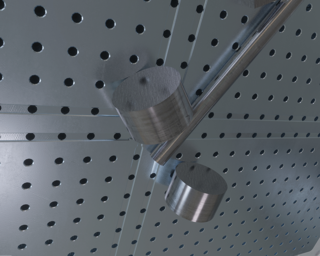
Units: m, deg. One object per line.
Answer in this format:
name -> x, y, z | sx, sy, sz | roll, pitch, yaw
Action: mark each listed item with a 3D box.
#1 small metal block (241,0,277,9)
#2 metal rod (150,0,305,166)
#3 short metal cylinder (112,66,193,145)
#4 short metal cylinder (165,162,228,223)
small metal block -> 0.125, -0.177, 0.369 | 0.050, 0.025, 0.050 | -24, 128, -14
metal rod -> 0.091, -0.069, 0.417 | 0.025, 0.025, 0.299 | 34, 99, -39
short metal cylinder -> -0.008, -0.027, 0.355 | 0.080, 0.080, 0.050 | -31, 129, -8
short metal cylinder -> 0.053, 0.094, 0.463 | 0.081, 0.080, 0.050 | 5, 116, -31
